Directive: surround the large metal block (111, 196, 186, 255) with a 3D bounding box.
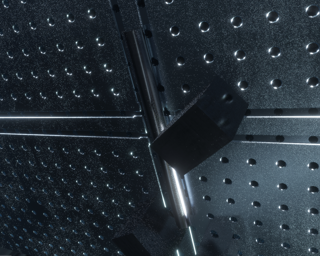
[{"bbox_3d":[-0.015,0.170,0.489,0.050,0.080,0.080,-30,102,38],"label":"large metal block"}]

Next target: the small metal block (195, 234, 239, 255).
[{"bbox_3d":[0.086,0.188,0.466,0.050,0.050,0.025,-14,111,34],"label":"small metal block"}]

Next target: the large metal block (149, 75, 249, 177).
[{"bbox_3d":[0.046,-0.003,0.350,0.050,0.080,0.080,44,129,-2],"label":"large metal block"}]

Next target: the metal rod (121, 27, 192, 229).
[{"bbox_3d":[0.003,0.017,0.420,0.025,0.025,0.298,-1,118,28],"label":"metal rod"}]
